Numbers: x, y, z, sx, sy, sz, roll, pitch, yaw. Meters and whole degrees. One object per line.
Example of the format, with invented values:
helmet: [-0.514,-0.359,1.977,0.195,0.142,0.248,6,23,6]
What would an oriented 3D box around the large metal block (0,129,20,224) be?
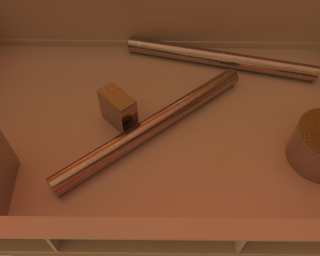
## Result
large metal block: [-0.194,0.048,0.326,0.050,0.080,0.080,-4,50,-4]

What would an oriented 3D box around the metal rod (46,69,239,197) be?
metal rod: [-0.005,-0.006,0.409,0.302,0.025,0.025,-32,57,-25]

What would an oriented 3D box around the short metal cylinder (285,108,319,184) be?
short metal cylinder: [0.200,0.022,0.373,0.081,0.050,0.080,0,50,0]

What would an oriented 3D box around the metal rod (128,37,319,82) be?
metal rod: [0.096,-0.112,0.500,0.301,0.025,0.025,11,51,9]

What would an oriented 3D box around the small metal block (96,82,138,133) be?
small metal block: [-0.055,-0.025,0.409,0.025,0.050,0.050,-35,59,-26]
